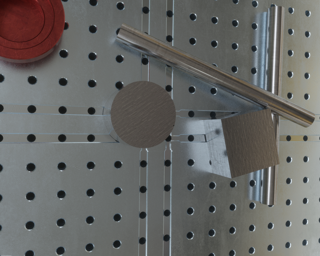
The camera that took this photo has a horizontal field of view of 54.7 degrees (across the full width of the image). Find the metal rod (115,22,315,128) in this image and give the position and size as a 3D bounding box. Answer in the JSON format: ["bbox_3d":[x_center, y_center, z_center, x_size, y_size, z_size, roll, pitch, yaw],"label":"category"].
[{"bbox_3d":[0.085,-0.067,0.427,0.302,0.025,0.025,22,83,-13],"label":"metal rod"}]

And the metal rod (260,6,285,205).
[{"bbox_3d":[0.172,-0.034,0.475,0.025,0.025,0.298,3,89,-20],"label":"metal rod"}]

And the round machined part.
[{"bbox_3d":[-0.158,-0.121,0.345,0.099,0.042,0.097,0,90,-20],"label":"round machined part"}]

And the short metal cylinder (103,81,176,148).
[{"bbox_3d":[-0.027,-0.016,0.389,0.081,0.050,0.080,0,90,-20],"label":"short metal cylinder"}]

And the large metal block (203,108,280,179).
[{"bbox_3d":[0.115,0.019,0.442,0.081,0.050,0.080,-12,94,-20],"label":"large metal block"}]
